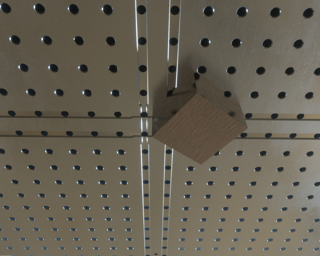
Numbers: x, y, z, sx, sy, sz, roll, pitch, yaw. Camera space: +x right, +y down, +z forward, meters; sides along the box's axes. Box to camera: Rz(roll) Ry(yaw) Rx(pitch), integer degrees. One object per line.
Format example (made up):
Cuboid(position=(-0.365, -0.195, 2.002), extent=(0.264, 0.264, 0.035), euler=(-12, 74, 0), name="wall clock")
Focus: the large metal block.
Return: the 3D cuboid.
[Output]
Cuboid(position=(0.047, -0.011, 0.386), extent=(0.080, 0.050, 0.080), euler=(31, 124, -24), name="large metal block")
